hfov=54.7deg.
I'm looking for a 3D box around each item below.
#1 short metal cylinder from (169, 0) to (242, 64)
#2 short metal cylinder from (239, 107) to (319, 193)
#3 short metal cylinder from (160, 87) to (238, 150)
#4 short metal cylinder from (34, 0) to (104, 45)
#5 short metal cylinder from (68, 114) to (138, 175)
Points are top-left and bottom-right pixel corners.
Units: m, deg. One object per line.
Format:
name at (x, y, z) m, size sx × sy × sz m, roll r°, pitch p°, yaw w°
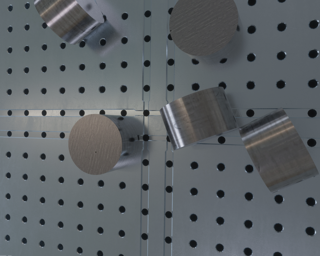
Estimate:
short metal cylinder at (0.057, -0.123, 0.379) m, size 0.080 × 0.050 × 0.079 m, roll 0°, pitch 90°, yaw 20°
short metal cylinder at (0.128, 0.024, 0.338) m, size 0.050 × 0.080 × 0.080 m, roll -28°, pitch 81°, yaw 18°
short metal cylinder at (0.046, -0.010, 0.367) m, size 0.080 × 0.080 × 0.050 m, roll -22°, pitch 83°, yaw 19°
short metal cylinder at (-0.123, -0.163, 0.427) m, size 0.050 × 0.080 × 0.080 m, roll -33°, pitch 80°, yaw 17°
short metal cylinder at (-0.077, 0.021, 0.426) m, size 0.080 × 0.050 × 0.079 m, roll 0°, pitch 90°, yaw 20°
